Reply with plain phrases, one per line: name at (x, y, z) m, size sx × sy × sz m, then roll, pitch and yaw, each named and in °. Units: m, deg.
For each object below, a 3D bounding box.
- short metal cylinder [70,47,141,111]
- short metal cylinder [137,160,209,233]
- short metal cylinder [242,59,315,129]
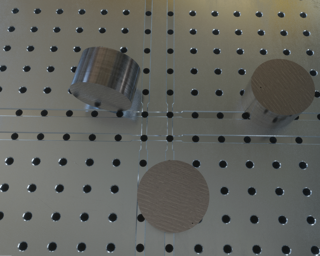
short metal cylinder at (-0.070, -0.061, 0.404) m, size 0.080 × 0.080 × 0.050 m, roll 11°, pitch 71°, yaw 4°
short metal cylinder at (0.015, 0.083, 0.368) m, size 0.081 × 0.050 × 0.080 m, roll 0°, pitch 70°, yaw 0°
short metal cylinder at (0.156, -0.045, 0.416) m, size 0.081 × 0.050 × 0.080 m, roll 0°, pitch 70°, yaw 0°
